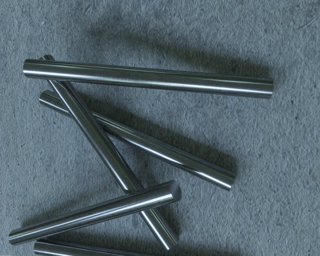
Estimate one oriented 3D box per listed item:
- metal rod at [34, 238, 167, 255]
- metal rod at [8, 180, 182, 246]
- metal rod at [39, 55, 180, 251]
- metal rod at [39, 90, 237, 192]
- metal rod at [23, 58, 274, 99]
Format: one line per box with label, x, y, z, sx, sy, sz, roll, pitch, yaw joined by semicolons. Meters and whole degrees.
metal rod;-0.042;0.181;0.423;0.301;0.025;0.025;0;90;19
metal rod;-0.105;0.122;0.421;0.300;0.025;0.025;-23;83;27
metal rod;-0.071;0.030;0.412;0.025;0.025;0.299;-36;87;16
metal rod;-0.042;0.010;0.423;0.301;0.025;0.025;23;98;18
metal rod;-0.019;-0.061;0.380;0.302;0.025;0.025;6;92;6
